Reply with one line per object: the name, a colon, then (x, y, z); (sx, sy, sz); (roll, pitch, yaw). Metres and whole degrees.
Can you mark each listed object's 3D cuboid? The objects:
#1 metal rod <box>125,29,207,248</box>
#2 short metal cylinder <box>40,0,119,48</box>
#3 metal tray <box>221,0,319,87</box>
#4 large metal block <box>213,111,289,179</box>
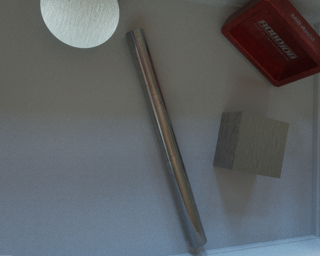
metal rod: (0.010, 0.018, 0.415); (0.025, 0.025, 0.298); (-19, 97, -19)
short metal cylinder: (-0.086, -0.136, 0.346); (0.081, 0.050, 0.079); (-3, 124, -5)
metal tray: (0.162, -0.121, 0.434); (0.130, 0.090, 0.030); (39, 64, -16)
large metal block: (0.131, 0.024, 0.447); (0.081, 0.050, 0.080); (12, 86, -20)
